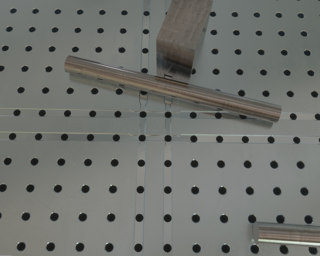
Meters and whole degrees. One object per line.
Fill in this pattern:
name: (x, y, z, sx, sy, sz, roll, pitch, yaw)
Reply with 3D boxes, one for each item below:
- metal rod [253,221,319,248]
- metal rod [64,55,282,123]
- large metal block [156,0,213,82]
metal rod: (0.264, 0.134, 0.366, 0.302, 0.025, 0.025, 4, 70, 1)
metal rod: (0.015, -0.055, 0.431, 0.302, 0.025, 0.025, 14, 71, 4)
large metal block: (0.032, -0.124, 0.428, 0.050, 0.080, 0.080, 18, 71, 6)
